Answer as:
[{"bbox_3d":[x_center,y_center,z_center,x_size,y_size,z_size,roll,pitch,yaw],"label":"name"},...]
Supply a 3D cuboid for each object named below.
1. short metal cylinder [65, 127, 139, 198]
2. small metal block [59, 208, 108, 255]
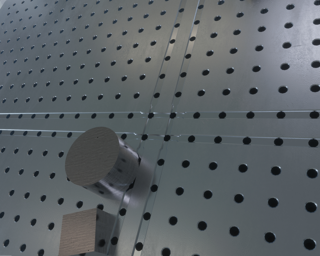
[{"bbox_3d":[-0.075,0.045,0.404,0.080,0.050,0.080,-13,56,21],"label":"short metal cylinder"},{"bbox_3d":[-0.092,0.130,0.377,0.050,0.025,0.050,-17,55,18],"label":"small metal block"}]
